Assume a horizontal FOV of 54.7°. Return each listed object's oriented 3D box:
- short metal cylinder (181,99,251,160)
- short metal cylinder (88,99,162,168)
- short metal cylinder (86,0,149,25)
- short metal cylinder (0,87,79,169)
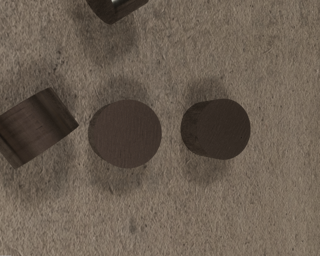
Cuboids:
[{"bbox_3d":[0.075,0.001,0.425,0.081,0.050,0.079,0,90,-20],"label":"short metal cylinder"},{"bbox_3d":[-0.044,0.007,0.380,0.081,0.050,0.079,0,90,-21],"label":"short metal cylinder"},{"bbox_3d":[-0.057,-0.169,0.359,0.050,0.080,0.080,-38,103,-16],"label":"short metal cylinder"},{"bbox_3d":[-0.135,-0.001,0.330,0.080,0.080,0.050,-37,102,-16],"label":"short metal cylinder"}]
